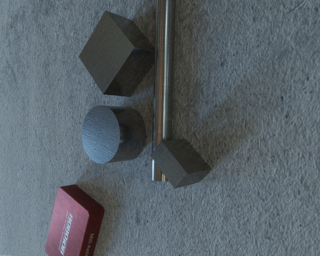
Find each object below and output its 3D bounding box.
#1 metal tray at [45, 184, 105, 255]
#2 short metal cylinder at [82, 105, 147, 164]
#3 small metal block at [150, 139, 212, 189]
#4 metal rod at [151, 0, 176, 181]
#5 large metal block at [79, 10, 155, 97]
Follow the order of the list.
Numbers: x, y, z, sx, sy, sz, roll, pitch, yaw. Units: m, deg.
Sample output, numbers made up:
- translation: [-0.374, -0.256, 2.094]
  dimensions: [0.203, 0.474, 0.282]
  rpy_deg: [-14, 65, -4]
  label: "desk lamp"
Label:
- translation: [-0.145, 0.172, 0.519]
  dimensions: [0.090, 0.030, 0.129]
  rpy_deg: [25, 106, 36]
  label: "metal tray"
- translation: [-0.066, 0.009, 0.441]
  dimensions: [0.080, 0.050, 0.079]
  rpy_deg: [0, 90, 39]
  label: "short metal cylinder"
- translation: [0.025, 0.041, 0.366]
  dimensions: [0.050, 0.050, 0.025]
  rpy_deg: [52, 120, 27]
  label: "small metal block"
- translation: [0.005, -0.082, 0.398]
  dimensions: [0.025, 0.025, 0.298]
  rpy_deg: [3, 92, 39]
  label: "metal rod"
- translation: [-0.059, -0.102, 0.435]
  dimensions: [0.080, 0.050, 0.080]
  rpy_deg: [-50, 61, 28]
  label: "large metal block"
